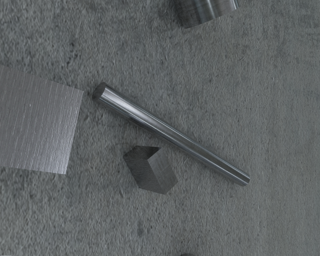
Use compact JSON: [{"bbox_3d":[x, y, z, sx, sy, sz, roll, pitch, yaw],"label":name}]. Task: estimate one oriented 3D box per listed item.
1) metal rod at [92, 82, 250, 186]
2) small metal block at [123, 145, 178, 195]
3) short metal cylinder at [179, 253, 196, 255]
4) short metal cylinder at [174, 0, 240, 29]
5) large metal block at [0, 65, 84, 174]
[{"bbox_3d":[0.036,0.023,0.434,0.301,0.025,0.025,31,71,-36],"label":"metal rod"},{"bbox_3d":[-0.012,0.050,0.378,0.025,0.050,0.050,-38,114,-33],"label":"small metal block"},{"bbox_3d":[0.049,0.223,0.430,0.081,0.050,0.080,0,90,-40],"label":"short metal cylinder"},{"bbox_3d":[0.062,-0.174,0.420,0.080,0.080,0.050,-36,113,-34],"label":"short metal cylinder"},{"bbox_3d":[-0.126,-0.005,0.283,0.081,0.050,0.080,16,80,-39],"label":"large metal block"}]
